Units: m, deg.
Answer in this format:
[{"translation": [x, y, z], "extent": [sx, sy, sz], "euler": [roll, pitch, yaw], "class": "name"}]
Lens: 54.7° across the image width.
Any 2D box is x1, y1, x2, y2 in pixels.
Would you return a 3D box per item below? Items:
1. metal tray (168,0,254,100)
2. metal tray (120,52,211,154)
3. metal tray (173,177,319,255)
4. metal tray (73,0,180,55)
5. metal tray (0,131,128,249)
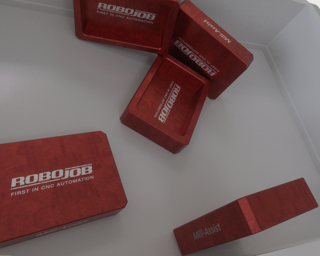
[{"translation": [0.061, -0.113, 0.465], "extent": [0.130, 0.090, 0.030], "euler": [40, 51, -1], "class": "metal tray"}, {"translation": [0.013, -0.039, 0.432], "extent": [0.090, 0.030, 0.130], "euler": [31, 52, -8], "class": "metal tray"}, {"translation": [0.083, 0.096, 0.324], "extent": [0.091, 0.129, 0.030], "euler": [-8, 66, -32], "class": "metal tray"}, {"translation": [-0.045, -0.151, 0.411], "extent": [0.131, 0.090, 0.030], "euler": [9, 56, -6], "class": "metal tray"}, {"translation": [-0.108, 0.056, 0.310], "extent": [0.131, 0.030, 0.090], "euler": [-8, 66, -32], "class": "metal tray"}]
